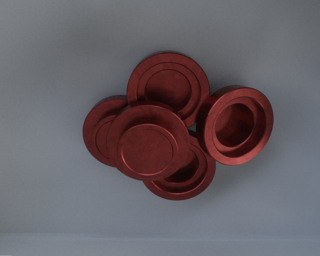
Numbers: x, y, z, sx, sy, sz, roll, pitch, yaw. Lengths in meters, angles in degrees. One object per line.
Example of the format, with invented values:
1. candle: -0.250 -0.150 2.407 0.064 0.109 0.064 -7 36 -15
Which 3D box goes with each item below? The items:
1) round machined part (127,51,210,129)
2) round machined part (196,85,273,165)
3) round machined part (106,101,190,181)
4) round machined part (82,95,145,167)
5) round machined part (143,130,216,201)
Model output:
1. round machined part: 0.010 -0.046 0.384 0.099 0.042 0.097 0 110 -1
2. round machined part: 0.088 -0.006 0.388 0.099 0.042 0.097 -7 109 -20
3. round machined part: -0.014 0.020 0.361 0.099 0.042 0.097 0 110 -1
4. round machined part: -0.051 0.009 0.401 0.099 0.042 0.097 0 110 -1
5. round machined part: 0.023 0.045 0.417 0.099 0.042 0.097 0 110 -1
